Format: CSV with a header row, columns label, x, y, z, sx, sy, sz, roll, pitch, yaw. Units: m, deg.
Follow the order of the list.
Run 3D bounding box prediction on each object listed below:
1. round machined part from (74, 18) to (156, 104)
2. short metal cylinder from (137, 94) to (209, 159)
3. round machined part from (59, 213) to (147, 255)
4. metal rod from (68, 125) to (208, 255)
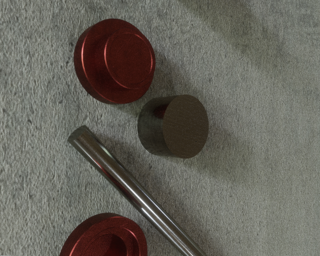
label,x,y,z,sx,sy,sz,roll,pitch,yaw
round machined part,-0.044,-0.077,0.357,0.099,0.042,0.097,0,90,-40
short metal cylinder,0.018,-0.002,0.403,0.081,0.050,0.079,0,90,-40
round machined part,-0.065,0.142,0.339,0.099,0.042,0.097,0,90,-40
metal rod,-0.007,0.110,0.399,0.300,0.025,0.025,52,60,-27
